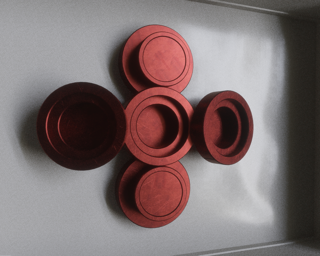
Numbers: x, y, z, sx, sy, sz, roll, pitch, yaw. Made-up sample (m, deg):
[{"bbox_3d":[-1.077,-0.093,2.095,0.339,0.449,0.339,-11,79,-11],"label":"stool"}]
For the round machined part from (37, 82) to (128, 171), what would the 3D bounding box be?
[{"bbox_3d":[-0.086,-0.002,0.359,0.099,0.042,0.097,0,90,-3],"label":"round machined part"}]

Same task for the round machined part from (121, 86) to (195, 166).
[{"bbox_3d":[-0.006,-0.002,0.397,0.099,0.042,0.097,0,90,-20],"label":"round machined part"}]

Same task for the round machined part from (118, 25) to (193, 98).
[{"bbox_3d":[-0.001,-0.085,0.399,0.099,0.042,0.097,0,90,-20],"label":"round machined part"}]

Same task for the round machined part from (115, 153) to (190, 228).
[{"bbox_3d":[-0.005,0.080,0.398,0.099,0.042,0.097,0,90,-20],"label":"round machined part"}]

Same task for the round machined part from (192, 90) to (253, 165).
[{"bbox_3d":[0.079,0.000,0.420,0.099,0.042,0.097,0,91,-37],"label":"round machined part"}]
